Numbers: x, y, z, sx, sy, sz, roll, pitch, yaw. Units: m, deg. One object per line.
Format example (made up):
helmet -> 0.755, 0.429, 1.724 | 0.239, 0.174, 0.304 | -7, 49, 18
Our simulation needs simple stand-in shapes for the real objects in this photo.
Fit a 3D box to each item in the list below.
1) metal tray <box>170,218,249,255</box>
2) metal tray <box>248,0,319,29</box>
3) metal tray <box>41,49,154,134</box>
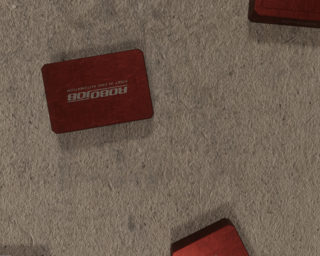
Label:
metal tray -> 0.081, 0.198, 0.409 | 0.090, 0.030, 0.129 | -27, 90, -1
metal tray -> 0.189, -0.184, 0.409 | 0.131, 0.030, 0.089 | 5, 90, -1
metal tray -> -0.079, -0.047, 0.406 | 0.131, 0.030, 0.089 | -10, 90, -1
